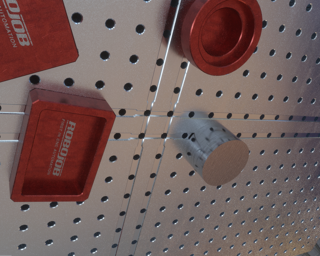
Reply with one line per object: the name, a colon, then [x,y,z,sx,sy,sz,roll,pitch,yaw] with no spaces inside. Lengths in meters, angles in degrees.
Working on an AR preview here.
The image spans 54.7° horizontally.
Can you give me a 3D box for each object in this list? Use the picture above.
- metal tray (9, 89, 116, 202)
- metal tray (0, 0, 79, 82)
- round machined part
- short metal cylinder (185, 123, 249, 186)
metal tray: [-0.115,0.026,0.361,0.091,0.030,0.129,8,114,-32]
metal tray: [-0.133,-0.111,0.267,0.091,0.030,0.129,-20,126,-16]
round machined part: [0.068,-0.115,0.366,0.099,0.042,0.097,-14,124,-21]
short metal cylinder: [0.085,0.040,0.466,0.081,0.050,0.079,-14,124,-21]
